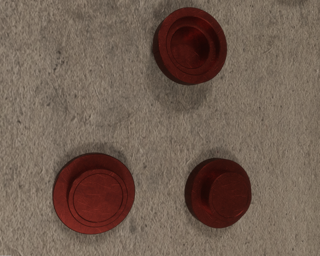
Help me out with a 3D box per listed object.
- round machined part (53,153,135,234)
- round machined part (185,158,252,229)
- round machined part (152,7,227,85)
[{"bbox_3d":[-0.077,0.080,0.372,0.099,0.042,0.097,0,90,-21],"label":"round machined part"},{"bbox_3d":[0.088,0.092,0.434,0.099,0.042,0.097,0,90,-21],"label":"round machined part"},{"bbox_3d":[0.036,-0.105,0.414,0.099,0.042,0.097,0,90,-21],"label":"round machined part"}]
